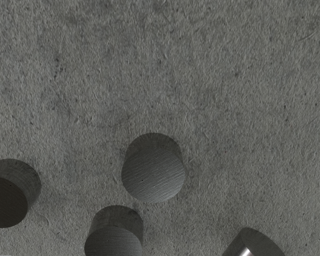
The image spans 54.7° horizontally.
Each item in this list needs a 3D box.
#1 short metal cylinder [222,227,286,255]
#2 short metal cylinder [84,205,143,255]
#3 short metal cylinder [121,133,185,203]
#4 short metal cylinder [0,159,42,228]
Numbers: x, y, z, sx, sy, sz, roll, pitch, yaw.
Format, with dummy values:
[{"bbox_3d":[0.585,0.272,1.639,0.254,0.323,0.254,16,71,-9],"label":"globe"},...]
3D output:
[{"bbox_3d":[0.139,0.194,0.453,0.080,0.080,0.050,27,108,-10],"label":"short metal cylinder"},{"bbox_3d":[-0.065,0.162,0.455,0.081,0.050,0.079,0,110,0],"label":"short metal cylinder"},{"bbox_3d":[-0.009,0.052,0.416,0.081,0.050,0.079,0,110,0],"label":"short metal cylinder"},{"bbox_3d":[-0.213,0.089,0.427,0.081,0.050,0.079,0,110,0],"label":"short metal cylinder"}]
